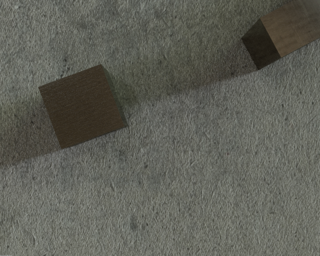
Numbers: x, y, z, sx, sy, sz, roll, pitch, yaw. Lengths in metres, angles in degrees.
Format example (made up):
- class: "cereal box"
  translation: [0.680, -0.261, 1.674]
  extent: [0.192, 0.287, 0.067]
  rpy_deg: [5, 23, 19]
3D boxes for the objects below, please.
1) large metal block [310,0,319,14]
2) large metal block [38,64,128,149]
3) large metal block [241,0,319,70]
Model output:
- class: "large metal block"
  translation: [0.247, -0.184, 0.399]
  extent: [0.080, 0.050, 0.080]
  rpy_deg: [-35, 90, 0]
- class: "large metal block"
  translation: [-0.095, -0.026, 0.397]
  extent: [0.080, 0.050, 0.080]
  rpy_deg: [-20, 90, 0]
- class: "large metal block"
  translation: [0.158, -0.119, 0.383]
  extent: [0.080, 0.080, 0.050]
  rpy_deg: [-28, 90, 0]
